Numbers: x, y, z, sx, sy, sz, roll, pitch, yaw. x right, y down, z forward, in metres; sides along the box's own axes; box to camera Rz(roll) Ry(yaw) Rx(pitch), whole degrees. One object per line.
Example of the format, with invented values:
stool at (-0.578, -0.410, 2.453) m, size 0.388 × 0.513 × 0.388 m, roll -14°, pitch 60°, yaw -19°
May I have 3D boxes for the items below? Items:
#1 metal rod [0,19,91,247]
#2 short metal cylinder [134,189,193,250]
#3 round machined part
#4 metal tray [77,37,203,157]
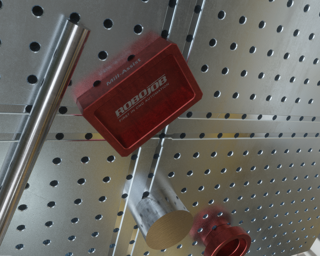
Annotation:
metal rod at (-0.147, 0.025, 0.346) m, size 0.025 × 0.025 × 0.298 m, roll 17°, pitch 110°, yaw -35°
short metal cylinder at (0.005, 0.144, 0.489) m, size 0.081 × 0.050 × 0.079 m, roll -14°, pitch 125°, yaw -21°
round machined part at (0.129, 0.232, 0.617) m, size 0.099 × 0.042 × 0.097 m, roll -14°, pitch 125°, yaw -21°
metal tray at (-0.021, -0.035, 0.376) m, size 0.130 × 0.030 × 0.090 m, roll -38°, pitch 130°, yaw -3°
